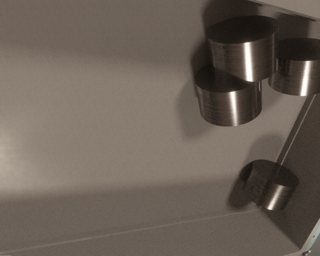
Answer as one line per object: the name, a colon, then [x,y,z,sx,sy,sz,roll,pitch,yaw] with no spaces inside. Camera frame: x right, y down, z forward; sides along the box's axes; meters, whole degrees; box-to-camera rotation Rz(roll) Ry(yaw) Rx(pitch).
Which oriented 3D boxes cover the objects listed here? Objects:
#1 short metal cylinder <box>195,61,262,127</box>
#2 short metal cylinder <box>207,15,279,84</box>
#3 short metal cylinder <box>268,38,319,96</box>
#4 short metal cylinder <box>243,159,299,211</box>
short metal cylinder: [0.088,-0.046,0.394,0.080,0.080,0.050,-25,128,-13]
short metal cylinder: [0.100,-0.095,0.371,0.081,0.080,0.050,-25,128,-13]
short metal cylinder: [0.193,-0.086,0.428,0.081,0.080,0.050,-21,127,-16]
short metal cylinder: [0.193,0.098,0.542,0.081,0.080,0.050,1,118,-29]
